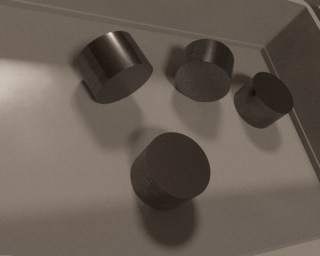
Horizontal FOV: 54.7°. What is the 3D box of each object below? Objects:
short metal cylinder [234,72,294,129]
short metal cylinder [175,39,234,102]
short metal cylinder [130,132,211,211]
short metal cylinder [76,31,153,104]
[{"bbox_3d":[0.171,-0.046,0.512,0.081,0.050,0.080,14,56,-21],"label":"short metal cylinder"},{"bbox_3d":[0.067,-0.084,0.460,0.080,0.080,0.050,26,53,-13],"label":"short metal cylinder"},{"bbox_3d":[0.012,0.052,0.366,0.081,0.050,0.080,14,56,-21],"label":"short metal cylinder"},{"bbox_3d":[-0.056,-0.074,0.386,0.081,0.080,0.050,-24,75,-37],"label":"short metal cylinder"}]
